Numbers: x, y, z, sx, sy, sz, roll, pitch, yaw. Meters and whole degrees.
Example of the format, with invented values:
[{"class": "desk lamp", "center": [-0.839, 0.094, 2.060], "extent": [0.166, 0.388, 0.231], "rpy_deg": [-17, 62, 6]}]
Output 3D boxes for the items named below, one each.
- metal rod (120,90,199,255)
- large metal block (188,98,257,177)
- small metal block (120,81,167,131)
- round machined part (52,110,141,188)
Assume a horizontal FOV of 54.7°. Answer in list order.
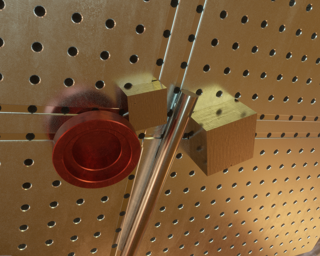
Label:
[{"class": "metal rod", "center": [-0.008, 0.085, 0.459], "extent": [0.025, 0.025, 0.298], "rpy_deg": [6, 116, -31]}, {"class": "large metal block", "center": [0.090, 0.013, 0.452], "extent": [0.081, 0.050, 0.079], "rpy_deg": [-19, 126, -18]}, {"class": "small metal block", "center": [-0.019, -0.027, 0.384], "extent": [0.050, 0.025, 0.050], "rpy_deg": [-14, 125, -21]}, {"class": "round machined part", "center": [-0.075, 0.021, 0.366], "extent": [0.099, 0.042, 0.097], "rpy_deg": [-9, 125, -13]}]
